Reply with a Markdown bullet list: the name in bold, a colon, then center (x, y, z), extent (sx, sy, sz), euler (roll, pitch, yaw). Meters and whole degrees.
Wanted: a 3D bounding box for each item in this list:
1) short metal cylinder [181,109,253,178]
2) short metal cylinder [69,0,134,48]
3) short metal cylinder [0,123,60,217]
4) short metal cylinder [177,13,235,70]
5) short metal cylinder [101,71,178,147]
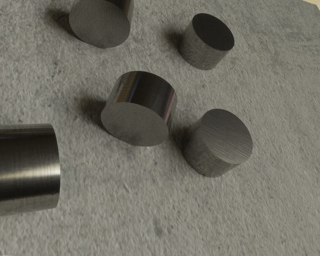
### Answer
- **short metal cylinder**: center (0.076, 0.021, 0.418), extent (0.081, 0.050, 0.080), euler (14, 56, -21)
- **short metal cylinder**: center (-0.078, -0.157, 0.423), extent (0.081, 0.080, 0.050), euler (17, 55, -19)
- **short metal cylinder**: center (-0.125, 0.036, 0.280), extent (0.050, 0.080, 0.080), euler (-2, 63, -30)
- **short metal cylinder**: center (0.076, -0.144, 0.519), extent (0.081, 0.050, 0.080), euler (14, 56, -21)
- **short metal cylinder**: center (-0.024, -0.021, 0.370), extent (0.080, 0.080, 0.050), euler (26, 53, -13)
